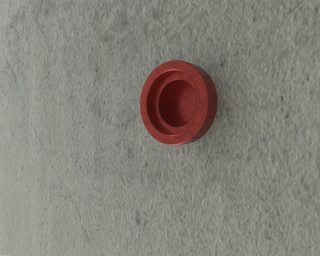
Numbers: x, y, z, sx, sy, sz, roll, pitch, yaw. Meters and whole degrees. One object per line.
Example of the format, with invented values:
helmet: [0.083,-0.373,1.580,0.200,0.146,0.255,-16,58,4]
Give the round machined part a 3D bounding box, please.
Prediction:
round machined part: [0.026,-0.029,0.371,0.098,0.042,0.097,0,90,39]
